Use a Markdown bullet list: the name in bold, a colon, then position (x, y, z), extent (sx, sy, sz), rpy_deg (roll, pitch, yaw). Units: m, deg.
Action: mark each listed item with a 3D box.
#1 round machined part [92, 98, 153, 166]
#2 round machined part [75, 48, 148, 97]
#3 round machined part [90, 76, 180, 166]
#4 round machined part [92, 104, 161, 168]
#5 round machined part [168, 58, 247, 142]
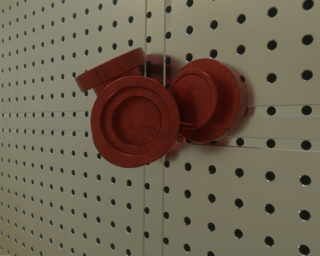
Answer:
- **round machined part**: position (-0.060, 0.006, 0.446), extent (0.098, 0.042, 0.097), rpy_deg (0, 90, 39)
- **round machined part**: position (-0.059, -0.068, 0.415), extent (0.098, 0.099, 0.042), rpy_deg (-16, 106, 38)
- **round machined part**: position (-0.025, -0.007, 0.355), extent (0.099, 0.042, 0.097), rpy_deg (0, 89, 6)
- **round machined part**: position (-0.039, 0.003, 0.398), extent (0.099, 0.042, 0.097), rpy_deg (0, 87, 2)
- **round machined part**: position (0.046, -0.032, 0.359), extent (0.098, 0.042, 0.097), rpy_deg (0, 90, 39)
